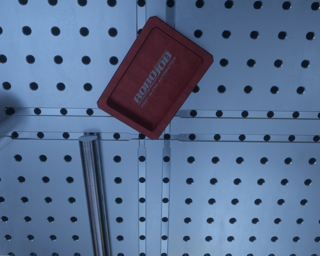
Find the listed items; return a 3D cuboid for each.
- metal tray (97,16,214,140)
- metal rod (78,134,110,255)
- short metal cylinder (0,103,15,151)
[{"bbox_3d":[-0.007,-0.060,0.388,0.090,0.030,0.129,32,107,-12],"label":"metal tray"},{"bbox_3d":[-0.093,0.153,0.468,0.025,0.025,0.298,-2,110,0],"label":"metal rod"},{"bbox_3d":[-0.239,0.004,0.398,0.081,0.050,0.079,0,110,-1],"label":"short metal cylinder"}]
